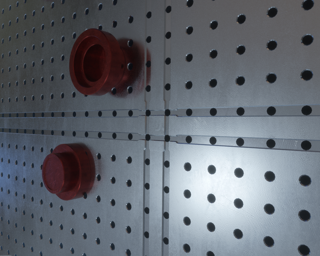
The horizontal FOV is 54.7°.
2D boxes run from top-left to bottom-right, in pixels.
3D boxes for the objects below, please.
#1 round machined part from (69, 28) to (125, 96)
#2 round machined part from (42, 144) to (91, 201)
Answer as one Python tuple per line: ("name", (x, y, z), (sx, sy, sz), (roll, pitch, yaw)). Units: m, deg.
("round machined part", (-0.091, -0.097, 0.471), (0.098, 0.042, 0.097), (0, 90, 39))
("round machined part", (-0.166, 0.076, 0.532), (0.098, 0.042, 0.097), (0, 90, 39))
